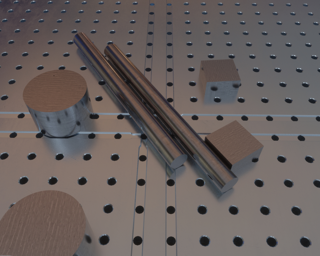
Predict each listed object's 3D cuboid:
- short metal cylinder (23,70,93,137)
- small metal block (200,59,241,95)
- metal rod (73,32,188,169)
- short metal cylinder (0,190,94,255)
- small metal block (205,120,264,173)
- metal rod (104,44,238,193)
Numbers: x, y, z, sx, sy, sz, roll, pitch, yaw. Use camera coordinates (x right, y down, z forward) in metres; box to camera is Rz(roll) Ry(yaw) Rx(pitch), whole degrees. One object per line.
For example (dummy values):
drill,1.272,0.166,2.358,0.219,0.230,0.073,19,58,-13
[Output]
short metal cylinder,-0.135,-0.034,0.419,0.081,0.050,0.080,0,50,0
small metal block,0.091,-0.079,0.475,0.050,0.025,0.050,-4,50,-3
metal rod,-0.057,-0.057,0.454,0.025,0.025,0.300,-26,55,-20
short metal cylinder,-0.108,0.108,0.300,0.081,0.050,0.080,0,50,0
small metal block,0.091,0.024,0.388,0.050,0.025,0.050,-26,55,-21
metal rod,-0.001,-0.032,0.434,0.025,0.025,0.300,-26,55,-20
